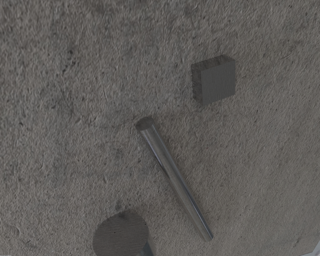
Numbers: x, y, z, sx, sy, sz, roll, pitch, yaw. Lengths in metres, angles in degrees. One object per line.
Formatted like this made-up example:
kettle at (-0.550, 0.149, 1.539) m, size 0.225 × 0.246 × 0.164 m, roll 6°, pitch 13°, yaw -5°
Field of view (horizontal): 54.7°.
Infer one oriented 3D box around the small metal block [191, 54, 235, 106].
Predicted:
small metal block at (0.070, -0.063, 0.406) m, size 0.050 × 0.025 × 0.050 m, roll -20°, pitch 126°, yaw -16°

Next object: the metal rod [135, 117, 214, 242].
metal rod at (0.034, 0.098, 0.486) m, size 0.025 × 0.025 × 0.299 m, roll -33°, pitch 129°, yaw -7°

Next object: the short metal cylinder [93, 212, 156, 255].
short metal cylinder at (-0.050, 0.171, 0.450) m, size 0.081 × 0.080 × 0.050 m, roll -24°, pitch 127°, yaw -14°
